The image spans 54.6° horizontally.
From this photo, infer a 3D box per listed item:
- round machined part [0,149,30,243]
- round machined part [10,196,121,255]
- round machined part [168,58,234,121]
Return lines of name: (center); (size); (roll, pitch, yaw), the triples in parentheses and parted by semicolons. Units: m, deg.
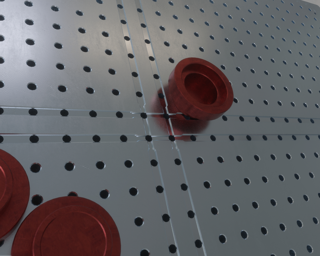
round machined part: (-0.167, 0.057, 0.272); (0.099, 0.042, 0.098); (14, 56, -21)
round machined part: (-0.083, 0.110, 0.285); (0.099, 0.042, 0.098); (14, 56, -21)
round machined part: (0.056, -0.053, 0.459); (0.099, 0.042, 0.098); (13, 56, -21)
